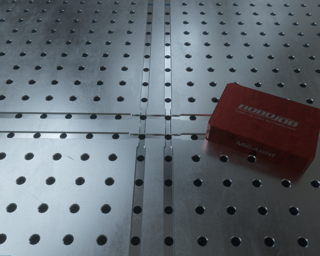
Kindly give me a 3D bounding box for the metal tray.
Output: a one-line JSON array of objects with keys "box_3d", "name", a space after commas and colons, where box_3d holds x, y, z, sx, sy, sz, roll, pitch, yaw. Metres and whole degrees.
[{"box_3d": [0.138, -0.005, 0.410, 0.130, 0.030, 0.090, 20, 53, 15], "name": "metal tray"}]
